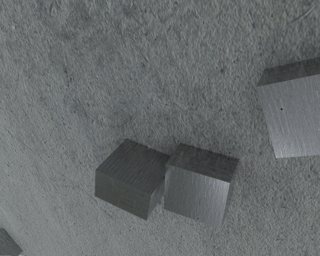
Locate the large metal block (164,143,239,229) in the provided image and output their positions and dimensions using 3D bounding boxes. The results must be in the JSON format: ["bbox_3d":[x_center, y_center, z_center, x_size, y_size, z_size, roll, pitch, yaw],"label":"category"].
[{"bbox_3d":[0.053,0.075,0.409,0.080,0.050,0.079,15,125,20],"label":"large metal block"}]

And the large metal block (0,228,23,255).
[{"bbox_3d":[-0.421,0.314,0.807,0.080,0.050,0.080,-21,107,36],"label":"large metal block"}]

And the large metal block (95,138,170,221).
[{"bbox_3d":[-0.033,0.068,0.431,0.080,0.080,0.050,21,126,15],"label":"large metal block"}]

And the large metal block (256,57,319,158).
[{"bbox_3d":[0.148,-0.021,0.300,0.080,0.050,0.080,-9,114,32],"label":"large metal block"}]
